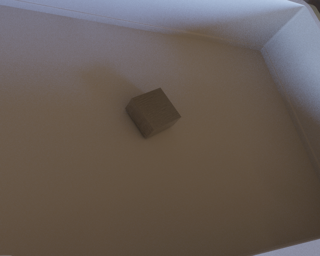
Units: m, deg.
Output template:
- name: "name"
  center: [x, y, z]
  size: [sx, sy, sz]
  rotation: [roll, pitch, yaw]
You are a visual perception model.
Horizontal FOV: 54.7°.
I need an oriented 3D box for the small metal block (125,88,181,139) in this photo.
- name: "small metal block"
  center: [-0.009, -0.020, 0.410]
  size: [0.050, 0.025, 0.050]
  rotation: [-26, 76, -37]
